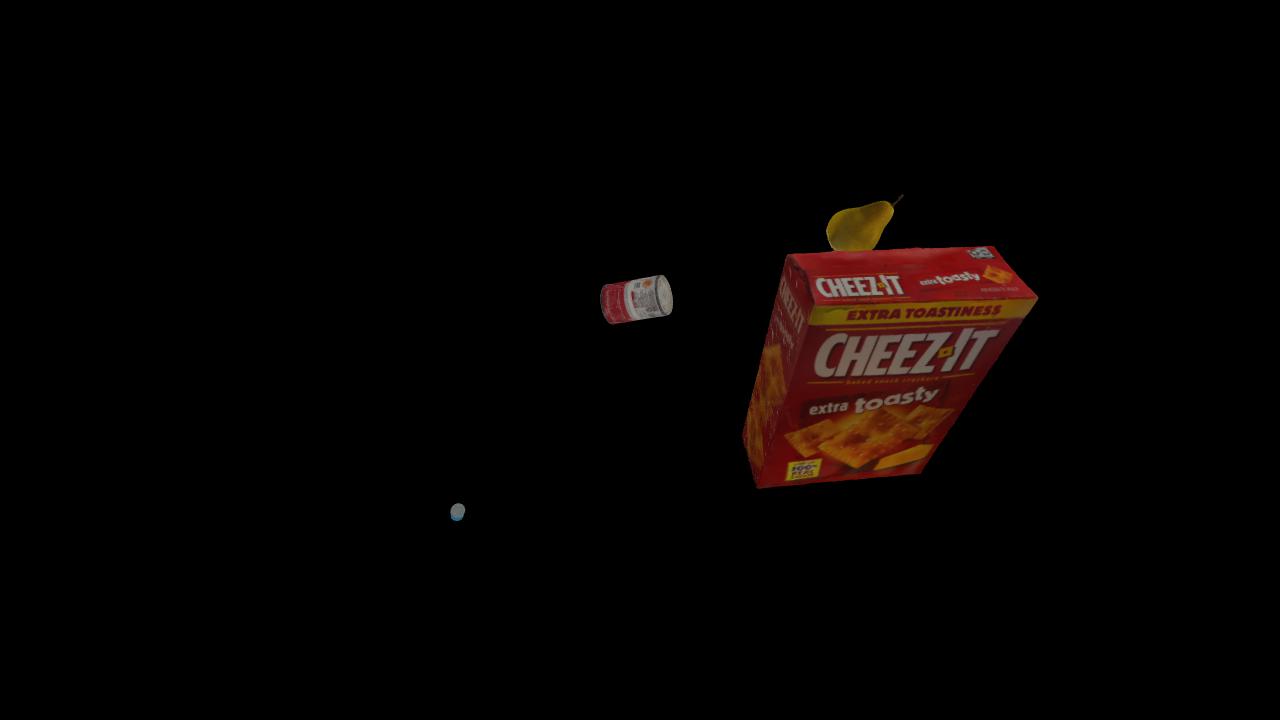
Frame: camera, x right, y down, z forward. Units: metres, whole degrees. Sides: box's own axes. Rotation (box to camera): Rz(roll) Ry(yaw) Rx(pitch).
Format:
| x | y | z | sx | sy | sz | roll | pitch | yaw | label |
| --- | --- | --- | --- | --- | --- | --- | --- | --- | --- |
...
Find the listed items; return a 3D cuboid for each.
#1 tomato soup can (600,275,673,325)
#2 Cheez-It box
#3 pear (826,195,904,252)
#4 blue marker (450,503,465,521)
| x | y | z | sx | sy | sz | roll | pitch | yaw | label |
| --- | --- | --- | --- | --- | --- | --- | --- | --- | --- |
| -0.005 | -0.098 | 0.994 | 0.101 | 0.068 | 0.068 | -7 | -3 | 24 | tomato soup can |
| 0.187 | 0.014 | 0.511 | 0.166 | 0.071 | 0.223 | -3 | -44 | -7 | Cheez-It box |
| 0.326 | -0.196 | 0.882 | 0.080 | 0.080 | 0.111 | 0 | -24 | -39 | pear |
| -0.259 | 0.217 | 0.874 | 0.020 | 0.020 | 0.121 | 0 | -16 | -17 | blue marker |
